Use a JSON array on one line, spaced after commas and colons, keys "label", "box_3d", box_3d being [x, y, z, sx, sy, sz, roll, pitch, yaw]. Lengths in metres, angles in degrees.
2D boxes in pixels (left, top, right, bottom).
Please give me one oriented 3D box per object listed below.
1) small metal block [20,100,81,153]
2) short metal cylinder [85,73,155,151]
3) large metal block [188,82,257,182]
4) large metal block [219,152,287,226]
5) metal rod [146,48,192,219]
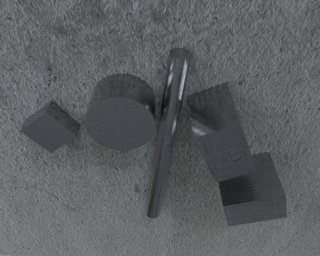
[{"label": "small metal block", "box_3d": [-0.142, -0.001, 0.405, 0.050, 0.025, 0.050, -30, 124, 23]}, {"label": "short metal cylinder", "box_3d": [-0.046, -0.019, 0.375, 0.081, 0.050, 0.079, 0, 130, 0]}, {"label": "large metal block", "box_3d": [0.075, 0.005, 0.376, 0.050, 0.080, 0.080, -19, 128, 15]}, {"label": "large metal block", "box_3d": [0.129, 0.087, 0.447, 0.080, 0.080, 0.050, -12, 129, 10]}, {"label": "metal rod", "box_3d": [0.005, 0.031, 0.433, 0.025, 0.025, 0.298, 5, 130, -4]}]
